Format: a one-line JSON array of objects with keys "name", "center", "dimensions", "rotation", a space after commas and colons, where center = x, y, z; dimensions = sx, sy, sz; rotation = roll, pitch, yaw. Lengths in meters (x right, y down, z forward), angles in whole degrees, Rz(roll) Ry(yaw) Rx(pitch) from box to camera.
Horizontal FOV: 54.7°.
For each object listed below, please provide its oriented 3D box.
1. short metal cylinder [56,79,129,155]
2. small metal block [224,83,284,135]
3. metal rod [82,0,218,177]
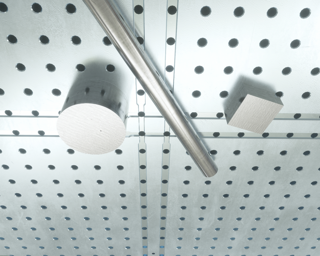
[{"name": "short metal cylinder", "center": [-0.081, -0.013, 0.383], "dimensions": [0.081, 0.050, 0.079], "rotation": [0, 130, 0]}, {"name": "small metal block", "center": [0.118, -0.024, 0.393], "dimensions": [0.050, 0.025, 0.050], "rotation": [15, 128, -13]}, {"name": "metal rod", "center": [0.004, -0.035, 0.381], "dimensions": [0.025, 0.025, 0.300], "rotation": [-23, 127, 18]}]
